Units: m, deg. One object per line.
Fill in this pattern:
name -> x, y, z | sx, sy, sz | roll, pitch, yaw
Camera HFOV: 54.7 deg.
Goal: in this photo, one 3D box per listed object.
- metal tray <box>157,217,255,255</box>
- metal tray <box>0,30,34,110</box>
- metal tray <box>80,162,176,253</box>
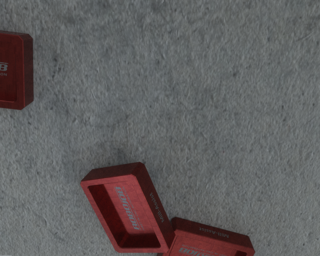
metal tray -> 0.068, 0.197, 0.480 | 0.131, 0.030, 0.089 | 17, 109, -7
metal tray -> -0.226, -0.075, 0.376 | 0.131, 0.030, 0.089 | 7, 110, -3
metal tray -> -0.043, 0.114, 0.431 | 0.090, 0.030, 0.129 | -12, 111, 27
